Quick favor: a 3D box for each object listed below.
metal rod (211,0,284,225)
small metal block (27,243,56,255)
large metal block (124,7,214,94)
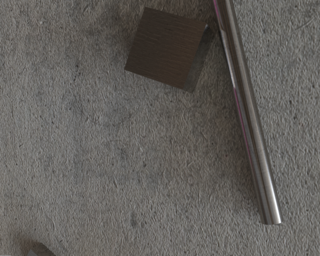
[{"bbox_3d":[0.101,-0.036,0.372,0.025,0.025,0.298,-13,86,19],"label":"metal rod"},{"bbox_3d":[-0.181,0.215,0.471,0.050,0.025,0.050,33,100,16],"label":"small metal block"},{"bbox_3d":[0.013,-0.096,0.391,0.080,0.050,0.080,22,97,18],"label":"large metal block"}]
